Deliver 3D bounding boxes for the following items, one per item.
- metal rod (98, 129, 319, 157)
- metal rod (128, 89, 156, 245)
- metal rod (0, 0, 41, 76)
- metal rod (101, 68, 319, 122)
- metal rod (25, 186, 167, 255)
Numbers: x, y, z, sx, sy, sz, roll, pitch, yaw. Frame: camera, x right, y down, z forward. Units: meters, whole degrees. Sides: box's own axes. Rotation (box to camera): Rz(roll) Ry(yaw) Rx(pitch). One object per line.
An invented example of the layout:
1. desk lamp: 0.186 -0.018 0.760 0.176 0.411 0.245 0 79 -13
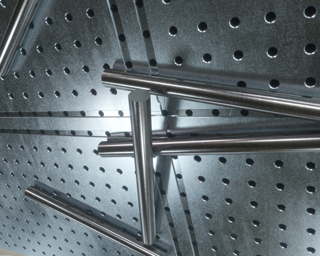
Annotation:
1. metal rod: 0.043 0.023 0.401 0.300 0.025 0.025 -4 116 29
2. metal rod: -0.021 0.078 0.443 0.025 0.025 0.298 15 133 19
3. metal rod: -0.163 -0.167 0.391 0.025 0.025 0.299 46 129 -4
4. metal rod: 0.068 -0.038 0.351 0.301 0.025 0.025 12 123 21
5. metal rod: -0.128 0.180 0.587 0.301 0.025 0.025 21 126 15
